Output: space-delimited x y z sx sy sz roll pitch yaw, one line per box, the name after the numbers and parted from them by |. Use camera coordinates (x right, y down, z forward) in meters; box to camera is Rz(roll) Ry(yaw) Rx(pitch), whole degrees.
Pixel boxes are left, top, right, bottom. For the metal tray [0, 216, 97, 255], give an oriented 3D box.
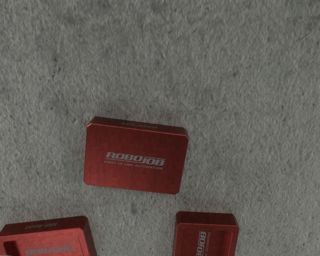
-0.170 0.186 0.473 0.131 0.030 0.089 -7 110 2 | metal tray

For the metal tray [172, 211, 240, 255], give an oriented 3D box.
0.066 0.193 0.479 0.091 0.030 0.129 3 110 -2 | metal tray

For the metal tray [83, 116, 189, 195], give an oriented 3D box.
-0.033 0.038 0.421 0.131 0.030 0.089 7 110 -3 | metal tray
